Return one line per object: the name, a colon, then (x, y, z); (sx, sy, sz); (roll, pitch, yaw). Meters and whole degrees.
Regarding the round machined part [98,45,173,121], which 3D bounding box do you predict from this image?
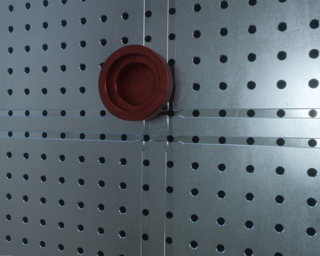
round machined part: (-0.029, -0.058, 0.414); (0.098, 0.042, 0.097); (0, 90, 20)
